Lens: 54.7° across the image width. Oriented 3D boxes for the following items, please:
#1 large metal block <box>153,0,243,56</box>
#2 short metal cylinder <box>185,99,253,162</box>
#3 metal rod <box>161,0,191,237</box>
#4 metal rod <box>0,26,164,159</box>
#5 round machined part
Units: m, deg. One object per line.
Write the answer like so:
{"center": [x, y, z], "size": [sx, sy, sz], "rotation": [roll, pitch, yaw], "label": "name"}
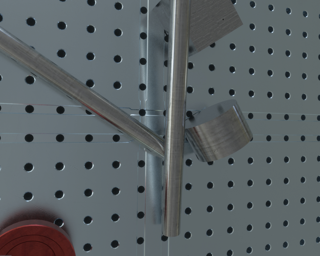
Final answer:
{"center": [0.051, -0.151, 0.419], "size": [0.080, 0.050, 0.080], "rotation": [-35, 102, -17], "label": "large metal block"}
{"center": [0.075, 0.003, 0.413], "size": [0.080, 0.080, 0.050], "rotation": [-31, 101, -18], "label": "short metal cylinder"}
{"center": [0.019, -0.009, 0.388], "size": [0.025, 0.025, 0.298], "rotation": [-1, 99, -20], "label": "metal rod"}
{"center": [-0.111, -0.052, 0.372], "size": [0.301, 0.025, 0.025], "rotation": [35, 79, -17], "label": "metal rod"}
{"center": [-0.147, 0.152, 0.350], "size": [0.099, 0.042, 0.097], "rotation": [0, 90, -21], "label": "round machined part"}
